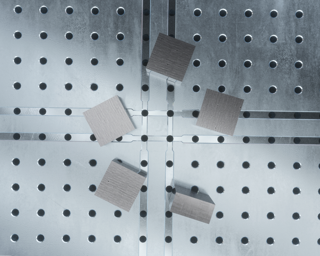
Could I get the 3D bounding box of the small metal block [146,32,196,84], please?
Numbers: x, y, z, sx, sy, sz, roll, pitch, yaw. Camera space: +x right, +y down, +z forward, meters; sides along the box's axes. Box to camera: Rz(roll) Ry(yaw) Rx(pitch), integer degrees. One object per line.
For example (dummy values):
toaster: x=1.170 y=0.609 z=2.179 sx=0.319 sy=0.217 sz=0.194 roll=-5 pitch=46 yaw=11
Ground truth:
small metal block: x=0.014 y=-0.092 z=0.413 sx=0.050 sy=0.025 sz=0.050 roll=21 pitch=90 yaw=0

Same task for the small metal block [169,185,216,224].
small metal block: x=0.040 y=0.097 z=0.401 sx=0.050 sy=0.050 sz=0.025 roll=18 pitch=90 yaw=0

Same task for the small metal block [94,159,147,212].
small metal block: x=-0.051 y=0.075 z=0.413 sx=0.050 sy=0.025 sz=0.050 roll=27 pitch=90 yaw=0

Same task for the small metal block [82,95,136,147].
small metal block: x=-0.066 y=-0.009 z=0.413 sx=0.050 sy=0.025 sz=0.050 roll=-28 pitch=90 yaw=0

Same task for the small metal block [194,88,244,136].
small metal block: x=0.078 y=-0.020 z=0.414 sx=0.050 sy=0.025 sz=0.050 roll=17 pitch=90 yaw=0
